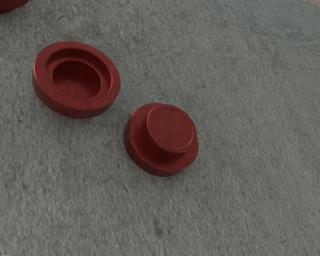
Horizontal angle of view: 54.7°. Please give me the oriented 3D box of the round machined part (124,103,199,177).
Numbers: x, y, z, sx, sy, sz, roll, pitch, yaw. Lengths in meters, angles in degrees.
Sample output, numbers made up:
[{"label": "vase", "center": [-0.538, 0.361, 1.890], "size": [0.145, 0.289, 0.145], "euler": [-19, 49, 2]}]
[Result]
[{"label": "round machined part", "center": [0.007, 0.009, 0.393], "size": [0.099, 0.042, 0.098], "euler": [14, 56, -21]}]

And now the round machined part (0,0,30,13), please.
[{"label": "round machined part", "center": [-0.213, -0.185, 0.392], "size": [0.099, 0.042, 0.098], "euler": [14, 56, -21]}]

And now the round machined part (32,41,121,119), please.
[{"label": "round machined part", "center": [-0.101, -0.053, 0.372], "size": [0.099, 0.042, 0.098], "euler": [14, 56, -21]}]
